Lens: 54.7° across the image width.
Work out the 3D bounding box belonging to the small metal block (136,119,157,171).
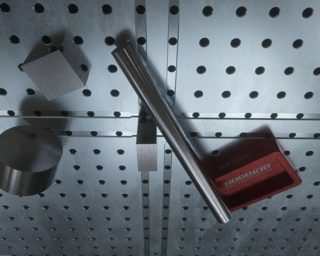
[{"bbox_3d":[-0.017,0.023,0.414,0.025,0.050,0.050,-1,130,0],"label":"small metal block"}]

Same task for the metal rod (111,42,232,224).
[{"bbox_3d":[0.028,0.025,0.407,0.025,0.025,0.299,-23,119,18],"label":"metal rod"}]

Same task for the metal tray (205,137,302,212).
[{"bbox_3d":[0.135,0.076,0.474,0.130,0.030,0.090,-30,124,23],"label":"metal tray"}]

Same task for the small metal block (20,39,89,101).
[{"bbox_3d":[-0.119,-0.065,0.355,0.050,0.025,0.050,-19,128,15],"label":"small metal block"}]

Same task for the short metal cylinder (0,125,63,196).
[{"bbox_3d":[-0.175,0.042,0.410,0.081,0.080,0.050,18,128,-15],"label":"short metal cylinder"}]
